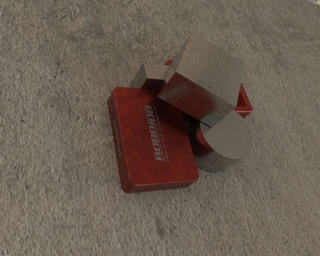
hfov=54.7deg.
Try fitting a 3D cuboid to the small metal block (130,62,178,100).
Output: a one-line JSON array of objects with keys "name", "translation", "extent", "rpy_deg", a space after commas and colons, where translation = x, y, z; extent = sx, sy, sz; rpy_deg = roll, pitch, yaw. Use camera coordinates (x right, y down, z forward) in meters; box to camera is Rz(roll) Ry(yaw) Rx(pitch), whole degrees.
[{"name": "small metal block", "translation": [-0.007, -0.061, 0.423], "extent": [0.050, 0.050, 0.025], "rpy_deg": [1, 62, -28]}]

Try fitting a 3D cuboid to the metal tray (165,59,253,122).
[{"name": "metal tray", "translation": [0.071, -0.056, 0.474], "extent": [0.131, 0.030, 0.090], "rpy_deg": [-2, 63, -29]}]

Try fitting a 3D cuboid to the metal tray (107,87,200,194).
[{"name": "metal tray", "translation": [-0.011, 0.012, 0.390], "extent": [0.091, 0.030, 0.130], "rpy_deg": [1, 62, -28]}]

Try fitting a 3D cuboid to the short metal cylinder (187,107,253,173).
[{"name": "short metal cylinder", "translation": [0.077, 0.015, 0.421], "extent": [0.081, 0.050, 0.080], "rpy_deg": [13, 57, -20]}]

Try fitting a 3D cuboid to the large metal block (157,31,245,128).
[{"name": "large metal block", "translation": [0.053, -0.061, 0.389], "extent": [0.080, 0.050, 0.080], "rpy_deg": [29, 52, -10]}]
